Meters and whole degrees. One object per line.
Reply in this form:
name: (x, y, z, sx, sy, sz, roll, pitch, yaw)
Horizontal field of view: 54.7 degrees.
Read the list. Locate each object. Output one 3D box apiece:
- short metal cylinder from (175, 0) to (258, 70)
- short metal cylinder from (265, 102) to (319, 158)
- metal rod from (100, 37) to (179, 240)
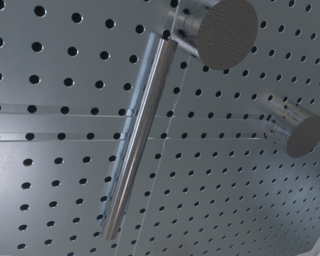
short metal cylinder: (0.065, -0.114, 0.360, 0.081, 0.050, 0.079, -14, 124, -21)
short metal cylinder: (0.227, 0.003, 0.521, 0.081, 0.050, 0.079, -14, 124, -21)
metal rod: (-0.034, 0.030, 0.410, 0.025, 0.025, 0.298, 4, 116, -31)
